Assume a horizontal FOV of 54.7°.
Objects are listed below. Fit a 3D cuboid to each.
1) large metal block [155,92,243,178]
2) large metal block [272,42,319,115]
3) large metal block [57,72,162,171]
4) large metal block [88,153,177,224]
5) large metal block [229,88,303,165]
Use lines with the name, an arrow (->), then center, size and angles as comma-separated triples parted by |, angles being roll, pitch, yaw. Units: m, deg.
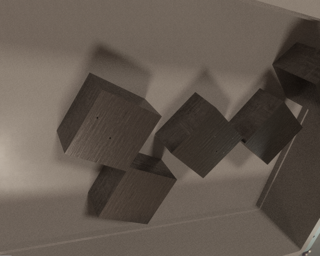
large metal block -> 0.055, 0.011, 0.432 | 0.080, 0.050, 0.080 | -46, 130, 4
large metal block -> 0.224, -0.070, 0.455 | 0.050, 0.080, 0.080 | -43, 130, 1
large metal block -> -0.059, -0.005, 0.358 | 0.080, 0.050, 0.080 | 23, 106, -37
large metal block -> -0.038, 0.080, 0.422 | 0.080, 0.050, 0.080 | 21, 107, -37
large metal block -> 0.162, -0.001, 0.483 | 0.080, 0.050, 0.080 | -49, 129, 6
